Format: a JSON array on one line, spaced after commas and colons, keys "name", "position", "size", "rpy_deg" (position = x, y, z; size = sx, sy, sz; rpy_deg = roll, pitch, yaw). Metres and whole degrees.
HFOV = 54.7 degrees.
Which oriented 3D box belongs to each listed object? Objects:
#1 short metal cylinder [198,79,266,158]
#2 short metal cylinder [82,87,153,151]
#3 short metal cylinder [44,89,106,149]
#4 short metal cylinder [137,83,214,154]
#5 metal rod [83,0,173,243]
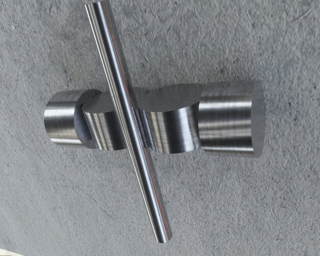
[{"name": "short metal cylinder", "position": [0.078, -0.010, 0.326], "size": [0.050, 0.080, 0.080], "rpy_deg": [1, 119, 28]}, {"name": "short metal cylinder", "position": [-0.051, -0.014, 0.391], "size": [0.080, 0.080, 0.050], "rpy_deg": [1, 119, 28]}, {"name": "short metal cylinder", "position": [-0.108, -0.012, 0.422], "size": [0.050, 0.080, 0.080], "rpy_deg": [1, 119, 28]}, {"name": "short metal cylinder", "position": [0.019, -0.013, 0.354], "size": [0.080, 0.080, 0.050], "rpy_deg": [1, 119, 28]}, {"name": "metal rod", "position": [-0.027, 0.014, 0.352], "size": [0.025, 0.025, 0.298], "rpy_deg": [1, 119, 28]}]
